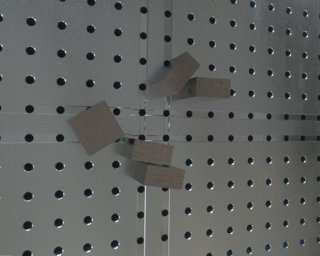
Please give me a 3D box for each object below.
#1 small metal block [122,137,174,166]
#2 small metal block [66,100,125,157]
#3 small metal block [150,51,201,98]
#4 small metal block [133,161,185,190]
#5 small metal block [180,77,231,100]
[{"bbox_3d":[-0.017,0.029,0.394,0.050,0.050,0.025,11,86,-20],"label":"small metal block"},{"bbox_3d":[-0.080,0.000,0.384,0.050,0.025,0.050,-32,101,-17],"label":"small metal block"},{"bbox_3d":[0.019,-0.069,0.407,0.025,0.050,0.050,42,77,-16],"label":"small metal block"},{"bbox_3d":[-0.002,0.060,0.400,0.050,0.050,0.025,11,87,-20],"label":"small metal block"},{"bbox_3d":[0.061,-0.052,0.423,0.050,0.050,0.025,1,90,-20],"label":"small metal block"}]
